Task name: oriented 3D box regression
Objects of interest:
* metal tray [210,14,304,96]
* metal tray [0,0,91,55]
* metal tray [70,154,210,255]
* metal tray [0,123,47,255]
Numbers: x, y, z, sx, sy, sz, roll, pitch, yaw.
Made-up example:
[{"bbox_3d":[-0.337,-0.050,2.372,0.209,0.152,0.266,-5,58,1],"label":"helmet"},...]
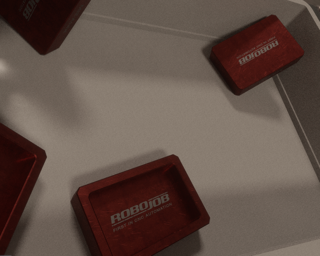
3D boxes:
[{"bbox_3d":[0.163,-0.125,0.529,0.131,0.030,0.090,-30,77,-6],"label":"metal tray"},{"bbox_3d":[-0.132,-0.159,0.354,0.090,0.129,0.030,46,39,-9],"label":"metal tray"},{"bbox_3d":[-0.018,0.090,0.338,0.131,0.030,0.090,-16,70,-35],"label":"metal tray"},{"bbox_3d":[-0.160,0.056,0.256,0.090,0.030,0.130,44,43,-38],"label":"metal tray"}]
